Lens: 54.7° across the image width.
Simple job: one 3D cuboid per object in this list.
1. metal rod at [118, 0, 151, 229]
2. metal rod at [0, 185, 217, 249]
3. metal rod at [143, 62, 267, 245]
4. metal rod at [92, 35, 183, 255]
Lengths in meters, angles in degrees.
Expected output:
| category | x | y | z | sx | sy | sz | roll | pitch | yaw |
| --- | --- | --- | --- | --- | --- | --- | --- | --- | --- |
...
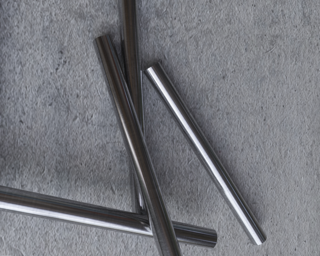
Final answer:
| category | x | y | z | sx | sy | sz | roll | pitch | yaw |
| --- | --- | --- | --- | --- | --- | --- | --- | --- | --- |
| metal rod | -0.032 | -0.022 | 0.397 | 0.025 | 0.025 | 0.298 | -4 | 92 | -20 |
| metal rod | -0.068 | 0.103 | 0.356 | 0.302 | 0.025 | 0.025 | 17 | 84 | -19 |
| metal rod | 0.068 | 0.043 | 0.433 | 0.025 | 0.025 | 0.299 | -36 | 102 | -16 |
| metal rod | -0.025 | 0.032 | 0.366 | 0.025 | 0.025 | 0.299 | -16 | 83 | -19 |
